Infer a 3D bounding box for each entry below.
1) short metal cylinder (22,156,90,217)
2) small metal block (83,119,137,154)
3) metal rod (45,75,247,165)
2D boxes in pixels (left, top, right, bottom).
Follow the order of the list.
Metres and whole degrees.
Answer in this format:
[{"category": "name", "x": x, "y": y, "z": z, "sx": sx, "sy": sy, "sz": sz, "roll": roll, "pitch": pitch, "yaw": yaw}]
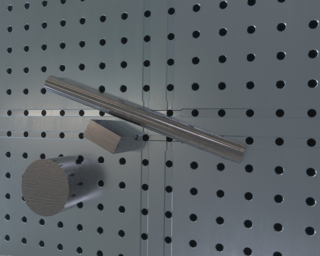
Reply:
[{"category": "short metal cylinder", "x": -0.151, "y": 0.083, "z": 0.453, "sx": 0.080, "sy": 0.050, "sz": 0.079, "roll": 0, "pitch": 90, "yaw": 20}, {"category": "small metal block", "x": -0.067, "y": 0.011, "z": 0.423, "sx": 0.050, "sy": 0.050, "sz": 0.025, "roll": 28, "pitch": 99, "yaw": 17}, {"category": "metal rod", "x": -0.032, "y": -0.018, "z": 0.423, "sx": 0.301, "sy": 0.025, "sz": 0.025, "roll": 21, "pitch": 97, "yaw": 18}]
